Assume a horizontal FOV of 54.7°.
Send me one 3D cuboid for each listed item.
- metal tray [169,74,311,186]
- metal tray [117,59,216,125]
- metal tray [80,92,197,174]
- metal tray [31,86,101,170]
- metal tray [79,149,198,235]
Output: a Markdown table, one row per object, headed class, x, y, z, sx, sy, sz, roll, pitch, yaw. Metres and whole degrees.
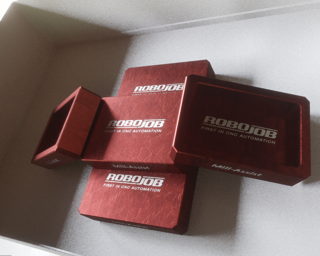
| class | x | y | z | sx | sy | sz | roll | pitch | yaw |
| --- | --- | --- | --- | --- | --- | --- | --- | --- | --- |
| metal tray | 0.082 | 0.001 | 0.317 | 0.131 | 0.030 | 0.090 | 12 | 65 | 1 |
| metal tray | 0.004 | -0.044 | 0.424 | 0.130 | 0.030 | 0.090 | 0 | 61 | 27 |
| metal tray | -0.024 | 0.005 | 0.372 | 0.130 | 0.030 | 0.090 | -1 | 61 | 27 |
| metal tray | -0.133 | 0.005 | 0.429 | 0.130 | 0.030 | 0.090 | -20 | 49 | 53 |
| metal tray | -0.025 | 0.070 | 0.370 | 0.130 | 0.030 | 0.090 | 0 | 61 | 27 |
